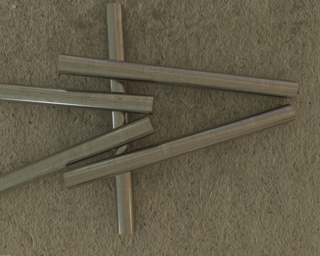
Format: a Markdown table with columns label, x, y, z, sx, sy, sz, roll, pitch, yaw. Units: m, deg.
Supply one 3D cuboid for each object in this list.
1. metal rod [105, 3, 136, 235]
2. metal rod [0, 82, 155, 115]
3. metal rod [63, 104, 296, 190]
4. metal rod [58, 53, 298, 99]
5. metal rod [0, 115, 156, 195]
| label | x | y | z | sx | sy | sz | roll | pitch | yaw |
| --- | --- | --- | --- | --- | --- | --- | --- | --- | --- |
| metal rod | -0.052 | -0.012 | 0.410 | 0.025 | 0.025 | 0.298 | -3 | 90 | -1 |
| metal rod | -0.157 | -0.042 | 0.395 | 0.302 | 0.025 | 0.025 | 5 | 90 | 5 |
| metal rod | 0.030 | 0.022 | 0.396 | 0.302 | 0.025 | 0.025 | -16 | 90 | -7 |
| metal rod | 0.028 | -0.065 | 0.395 | 0.302 | 0.025 | 0.025 | 5 | 90 | -7 |
| metal rod | -0.149 | 0.050 | 0.395 | 0.301 | 0.025 | 0.025 | -22 | 90 | 5 |
